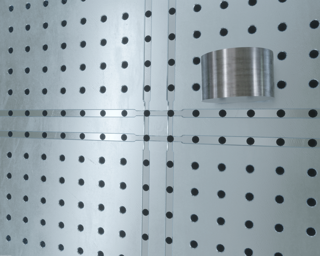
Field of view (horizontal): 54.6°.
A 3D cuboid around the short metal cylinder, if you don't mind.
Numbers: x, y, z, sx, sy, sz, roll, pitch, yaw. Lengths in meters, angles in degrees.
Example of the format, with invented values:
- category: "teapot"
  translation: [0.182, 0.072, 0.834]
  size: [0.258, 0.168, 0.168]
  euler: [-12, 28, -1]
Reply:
- category: "short metal cylinder"
  translation: [0.087, -0.057, 0.353]
  size: [0.080, 0.080, 0.050]
  euler: [-2, 90, 20]
